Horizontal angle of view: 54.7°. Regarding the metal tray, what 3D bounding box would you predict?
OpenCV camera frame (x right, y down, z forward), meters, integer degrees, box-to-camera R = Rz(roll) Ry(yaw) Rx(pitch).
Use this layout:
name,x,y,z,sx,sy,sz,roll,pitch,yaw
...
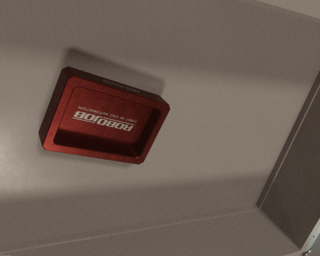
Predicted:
name,x,y,z,sx,sy,sz,roll,pitch,yaw
metal tray,-0.063,-0.009,0.366,0.131,0.030,0.089,14,111,-35
